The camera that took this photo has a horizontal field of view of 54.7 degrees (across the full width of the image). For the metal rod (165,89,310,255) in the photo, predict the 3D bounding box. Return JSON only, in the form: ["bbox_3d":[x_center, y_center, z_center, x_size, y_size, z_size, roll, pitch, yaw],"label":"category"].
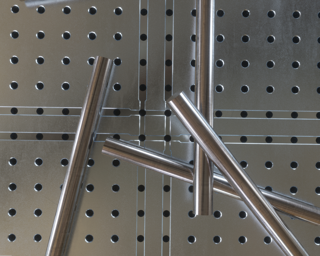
[{"bbox_3d":[0.108,0.077,0.383,0.025,0.025,0.300,-39,103,0],"label":"metal rod"}]

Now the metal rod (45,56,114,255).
[{"bbox_3d":[-0.110,0.053,0.411,0.025,0.025,0.298,14,90,-1],"label":"metal rod"}]

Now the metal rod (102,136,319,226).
[{"bbox_3d":[0.070,0.071,0.414,0.302,0.025,0.025,19,90,-1],"label":"metal rod"}]

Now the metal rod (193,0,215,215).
[{"bbox_3d":[0.057,-0.042,0.399,0.025,0.025,0.298,2,84,-1],"label":"metal rod"}]
